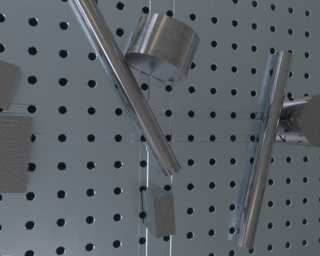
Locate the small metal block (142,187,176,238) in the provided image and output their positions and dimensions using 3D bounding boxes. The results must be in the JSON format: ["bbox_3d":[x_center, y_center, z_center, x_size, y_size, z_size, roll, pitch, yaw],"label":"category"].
[{"bbox_3d":[-0.003,0.106,0.398,0.025,0.050,0.050,-5,92,-20],"label":"small metal block"}]

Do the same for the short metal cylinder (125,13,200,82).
[{"bbox_3d":[0.003,-0.097,0.384,0.080,0.080,0.050,22,83,-19],"label":"short metal cylinder"}]

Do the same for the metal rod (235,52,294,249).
[{"bbox_3d":[0.160,0.030,0.471,0.025,0.025,0.299,16,85,-20],"label":"metal rod"}]

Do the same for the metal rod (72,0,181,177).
[{"bbox_3d":[-0.050,-0.072,0.393,0.025,0.025,0.299,-30,100,-17],"label":"metal rod"}]

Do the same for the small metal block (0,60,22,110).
[{"bbox_3d":[-0.189,-0.052,0.343,0.050,0.025,0.050,20,83,-19],"label":"small metal block"}]

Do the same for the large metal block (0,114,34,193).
[{"bbox_3d":[-0.183,0.025,0.332,0.081,0.050,0.080,4,89,-20],"label":"large metal block"}]

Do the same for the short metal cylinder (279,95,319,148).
[{"bbox_3d":[0.233,-0.010,0.485,0.081,0.050,0.080,0,90,-20],"label":"short metal cylinder"}]
